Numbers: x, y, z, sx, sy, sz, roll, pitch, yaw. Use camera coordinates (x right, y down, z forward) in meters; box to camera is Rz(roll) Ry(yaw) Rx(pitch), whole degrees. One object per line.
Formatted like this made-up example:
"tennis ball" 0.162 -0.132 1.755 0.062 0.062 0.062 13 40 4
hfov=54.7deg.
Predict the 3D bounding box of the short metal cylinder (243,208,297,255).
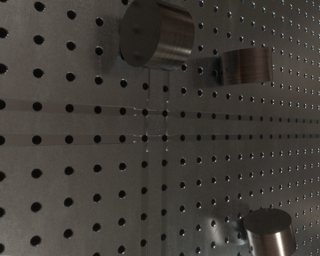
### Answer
"short metal cylinder" 0.189 0.182 0.536 0.081 0.080 0.050 -25 106 -38

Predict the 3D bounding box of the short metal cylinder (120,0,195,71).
"short metal cylinder" -0.005 -0.110 0.371 0.050 0.080 0.079 -1 91 -40

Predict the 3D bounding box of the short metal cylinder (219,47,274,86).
"short metal cylinder" 0.136 -0.095 0.490 0.081 0.080 0.050 -10 97 -40
